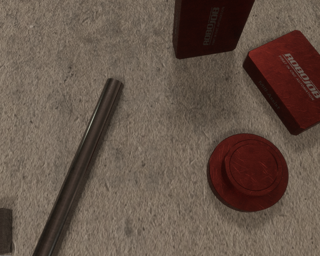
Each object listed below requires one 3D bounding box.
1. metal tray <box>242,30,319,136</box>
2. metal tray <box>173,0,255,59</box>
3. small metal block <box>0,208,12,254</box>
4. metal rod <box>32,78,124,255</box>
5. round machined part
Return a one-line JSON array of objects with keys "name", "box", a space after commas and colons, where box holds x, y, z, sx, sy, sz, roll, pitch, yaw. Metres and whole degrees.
[{"name": "metal tray", "box": [0.190, -0.065, 0.432, 0.091, 0.030, 0.130, -26, 72, -10]}, {"name": "metal tray", "box": [0.066, -0.144, 0.406, 0.091, 0.130, 0.030, -10, 71, -4]}, {"name": "small metal block", "box": [-0.203, 0.123, 0.361, 0.050, 0.025, 0.050, -8, 70, -4]}, {"name": "metal rod", "box": [-0.107, 0.072, 0.380, 0.025, 0.025, 0.299, 17, 71, 5]}, {"name": "round machined part", "box": [0.110, 0.052, 0.381, 0.099, 0.042, 0.098, 0, 70, -1]}]
